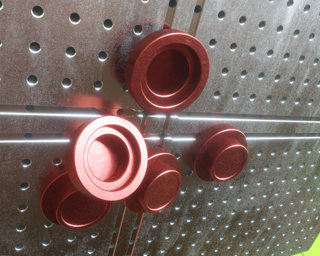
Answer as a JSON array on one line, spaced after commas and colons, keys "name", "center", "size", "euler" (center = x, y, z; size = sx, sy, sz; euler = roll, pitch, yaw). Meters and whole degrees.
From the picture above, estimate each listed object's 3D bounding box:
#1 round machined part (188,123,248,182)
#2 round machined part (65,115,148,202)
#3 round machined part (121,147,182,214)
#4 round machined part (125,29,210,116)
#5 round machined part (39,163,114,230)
[{"name": "round machined part", "center": [0.097, 0.045, 0.484], "size": [0.099, 0.042, 0.097], "euler": [-14, 125, -21]}, {"name": "round machined part", "center": [-0.066, 0.036, 0.367], "size": [0.099, 0.042, 0.097], "euler": [8, 79, -41]}, {"name": "round machined part", "center": [-0.008, 0.079, 0.433], "size": [0.099, 0.042, 0.097], "euler": [-23, 128, -32]}, {"name": "round machined part", "center": [0.005, -0.067, 0.363], "size": [0.099, 0.042, 0.097], "euler": [-14, 125, -21]}, {"name": "round machined part", "center": [-0.103, 0.092, 0.402], "size": [0.099, 0.042, 0.097], "euler": [-14, 125, -21]}]
